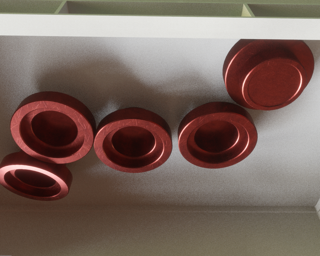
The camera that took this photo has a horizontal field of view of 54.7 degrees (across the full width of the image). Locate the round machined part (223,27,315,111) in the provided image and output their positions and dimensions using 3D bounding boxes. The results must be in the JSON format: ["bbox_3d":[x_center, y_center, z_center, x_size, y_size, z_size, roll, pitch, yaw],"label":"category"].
[{"bbox_3d":[0.123,-0.058,0.349,0.099,0.042,0.097,0,130,0],"label":"round machined part"}]

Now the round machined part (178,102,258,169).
[{"bbox_3d":[0.072,0.005,0.403,0.099,0.042,0.097,0,130,0],"label":"round machined part"}]

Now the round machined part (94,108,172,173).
[{"bbox_3d":[-0.034,0.012,0.406,0.099,0.042,0.097,-1,131,-1],"label":"round machined part"}]

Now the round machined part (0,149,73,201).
[{"bbox_3d":[-0.174,0.062,0.442,0.099,0.042,0.097,3,139,3],"label":"round machined part"}]

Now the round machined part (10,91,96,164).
[{"bbox_3d":[-0.130,-0.005,0.390,0.099,0.042,0.097,-1,127,-1],"label":"round machined part"}]
